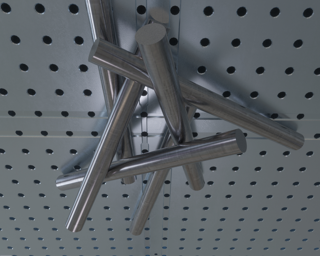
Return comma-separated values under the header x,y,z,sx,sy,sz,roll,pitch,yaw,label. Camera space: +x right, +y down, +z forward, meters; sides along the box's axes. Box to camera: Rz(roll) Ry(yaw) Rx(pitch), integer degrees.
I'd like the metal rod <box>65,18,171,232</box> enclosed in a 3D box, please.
x,y,z,sx,sy,sz,roll,pitch,yaw,label
-0.061,0.015,0.379,0.025,0.025,0.298,19,114,-16,metal rod

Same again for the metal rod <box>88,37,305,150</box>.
x,y,z,sx,sy,sz,roll,pitch,yaw,label
0.063,-0.027,0.360,0.302,0.025,0.025,20,128,-27,metal rod

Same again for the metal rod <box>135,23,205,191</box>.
x,y,z,sx,sy,sz,roll,pitch,yaw,label
0.025,0.006,0.365,0.025,0.025,0.299,-10,145,8,metal rod

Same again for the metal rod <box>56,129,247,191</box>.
x,y,z,sx,sy,sz,roll,pitch,yaw,label
-0.035,0.049,0.398,0.299,0.025,0.025,-17,130,35,metal rod

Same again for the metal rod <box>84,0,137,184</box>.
x,y,z,sx,sy,sz,roll,pitch,yaw,label
-0.055,-0.037,0.379,0.025,0.025,0.298,-2,130,2,metal rod

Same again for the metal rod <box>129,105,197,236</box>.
x,y,z,sx,sy,sz,roll,pitch,yaw,label
-0.004,0.077,0.476,0.025,0.025,0.298,12,129,-10,metal rod
